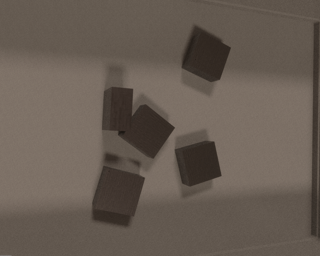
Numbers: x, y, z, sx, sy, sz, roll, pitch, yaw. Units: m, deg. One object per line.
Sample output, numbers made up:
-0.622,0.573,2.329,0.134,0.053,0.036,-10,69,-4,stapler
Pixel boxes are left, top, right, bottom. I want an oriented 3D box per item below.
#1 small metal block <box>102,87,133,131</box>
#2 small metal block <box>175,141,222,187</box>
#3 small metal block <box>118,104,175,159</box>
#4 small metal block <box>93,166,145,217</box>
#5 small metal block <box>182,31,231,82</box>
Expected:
-0.053,-0.022,0.378,0.025,0.050,0.050,3,89,-20,small metal block
0.053,0.048,0.432,0.050,0.025,0.050,-14,95,-20,small metal block
-0.017,0.005,0.405,0.050,0.025,0.050,39,78,-16,small metal block
-0.052,0.080,0.392,0.050,0.025,0.050,18,84,-20,small metal block
0.065,-0.099,0.436,0.050,0.025,0.050,22,83,-19,small metal block
